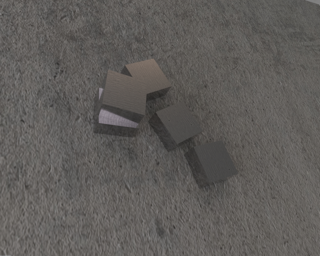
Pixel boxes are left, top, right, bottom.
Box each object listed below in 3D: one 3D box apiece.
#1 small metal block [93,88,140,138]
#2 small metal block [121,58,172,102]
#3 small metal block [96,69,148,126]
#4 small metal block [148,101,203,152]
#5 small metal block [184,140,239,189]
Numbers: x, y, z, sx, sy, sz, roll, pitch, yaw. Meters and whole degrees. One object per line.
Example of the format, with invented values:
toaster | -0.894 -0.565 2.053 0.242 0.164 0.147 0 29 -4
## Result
small metal block | -0.055 -0.018 0.385 0.050 0.025 0.050 8 58 -24
small metal block | -0.020 -0.066 0.433 0.050 0.025 0.050 -22 74 -36
small metal block | -0.044 -0.036 0.370 0.050 0.025 0.050 15 56 -20
small metal block | 0.021 -0.003 0.416 0.050 0.025 0.050 -24 75 -37
small metal block | 0.068 0.048 0.411 0.050 0.025 0.050 -10 67 -32
